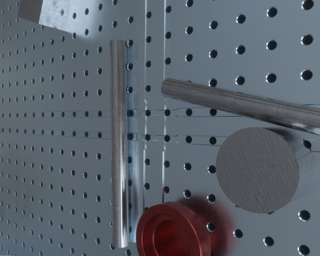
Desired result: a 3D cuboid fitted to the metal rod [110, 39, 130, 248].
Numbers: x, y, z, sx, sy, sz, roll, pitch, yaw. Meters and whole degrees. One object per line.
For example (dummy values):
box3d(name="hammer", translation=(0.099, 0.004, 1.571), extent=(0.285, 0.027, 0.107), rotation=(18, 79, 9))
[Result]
box3d(name="metal rod", translation=(-0.059, 0.022, 0.455), extent=(0.025, 0.025, 0.298), rotation=(-1, 89, 39))

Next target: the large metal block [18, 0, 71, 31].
box3d(name="large metal block", translation=(-0.209, -0.229, 0.562), extent=(0.080, 0.050, 0.079), rotation=(27, 107, 36))

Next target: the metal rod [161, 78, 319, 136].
box3d(name="metal rod", translation=(0.122, -0.014, 0.307), extent=(0.300, 0.025, 0.025), rotation=(19, 102, 38))

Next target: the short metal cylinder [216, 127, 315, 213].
box3d(name="short metal cylinder", translation=(0.103, 0.039, 0.307), extent=(0.080, 0.050, 0.079), rotation=(0, 90, 39))

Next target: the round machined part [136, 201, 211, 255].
box3d(name="round machined part", translation=(0.020, 0.139, 0.380), extent=(0.098, 0.042, 0.097), rotation=(0, 90, 39))
